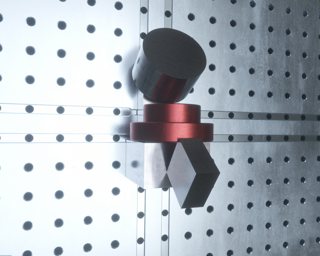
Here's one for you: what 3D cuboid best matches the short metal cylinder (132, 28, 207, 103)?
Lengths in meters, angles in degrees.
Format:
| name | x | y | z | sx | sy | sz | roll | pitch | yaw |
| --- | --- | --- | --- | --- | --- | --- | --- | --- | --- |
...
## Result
| name | x | y | z | sx | sy | sz | roll | pitch | yaw |
| --- | --- | --- | --- | --- | --- | --- | --- | --- | --- |
| short metal cylinder | 0.011 | -0.077 | 0.386 | 0.081 | 0.050 | 0.080 | 10 | 57 | -15 |

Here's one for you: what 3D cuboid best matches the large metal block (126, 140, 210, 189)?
| name | x | y | z | sx | sy | sz | roll | pitch | yaw |
| --- | --- | --- | --- | --- | --- | --- | --- | --- | --- |
| large metal block | 0.007 | 0.041 | 0.386 | 0.081 | 0.080 | 0.050 | 1 | 90 | -20 |

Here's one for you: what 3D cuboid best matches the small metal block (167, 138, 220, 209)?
| name | x | y | z | sx | sy | sz | roll | pitch | yaw |
| --- | --- | --- | --- | --- | --- | --- | --- | --- | --- |
| small metal block | 0.032 | 0.045 | 0.315 | 0.025 | 0.050 | 0.050 | 1 | 128 | -21 |

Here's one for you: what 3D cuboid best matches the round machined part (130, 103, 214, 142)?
| name | x | y | z | sx | sy | sz | roll | pitch | yaw |
| --- | --- | --- | --- | --- | --- | --- | --- | --- | --- |
| round machined part | 0.014 | -0.006 | 0.369 | 0.099 | 0.098 | 0.042 | 1 | 90 | -20 |

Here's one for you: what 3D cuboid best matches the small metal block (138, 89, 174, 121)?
| name | x | y | z | sx | sy | sz | roll | pitch | yaw |
| --- | --- | --- | --- | --- | --- | --- | --- | --- | --- |
| small metal block | -0.002 | -0.031 | 0.412 | 0.050 | 0.025 | 0.050 | 1 | 90 | -21 |
